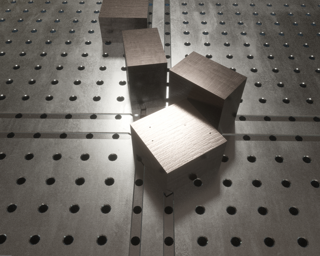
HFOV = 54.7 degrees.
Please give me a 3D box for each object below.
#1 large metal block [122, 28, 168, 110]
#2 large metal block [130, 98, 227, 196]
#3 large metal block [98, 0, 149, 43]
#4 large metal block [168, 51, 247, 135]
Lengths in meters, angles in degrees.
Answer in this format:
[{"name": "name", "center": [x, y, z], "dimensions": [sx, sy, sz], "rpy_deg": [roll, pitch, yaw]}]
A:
[{"name": "large metal block", "center": [-0.022, -0.084, 0.442], "dimensions": [0.050, 0.080, 0.080], "rpy_deg": [-7, 51, -6]}, {"name": "large metal block", "center": [0.020, 0.021, 0.374], "dimensions": [0.081, 0.050, 0.080], "rpy_deg": [-26, 55, -20]}, {"name": "large metal block", "center": [-0.061, -0.197, 0.556], "dimensions": [0.081, 0.050, 0.080], "rpy_deg": [1, 50, 0]}, {"name": "large metal block", "center": [0.058, -0.041, 0.407], "dimensions": [0.080, 0.080, 0.050], "rpy_deg": [33, 57, 24]}]
